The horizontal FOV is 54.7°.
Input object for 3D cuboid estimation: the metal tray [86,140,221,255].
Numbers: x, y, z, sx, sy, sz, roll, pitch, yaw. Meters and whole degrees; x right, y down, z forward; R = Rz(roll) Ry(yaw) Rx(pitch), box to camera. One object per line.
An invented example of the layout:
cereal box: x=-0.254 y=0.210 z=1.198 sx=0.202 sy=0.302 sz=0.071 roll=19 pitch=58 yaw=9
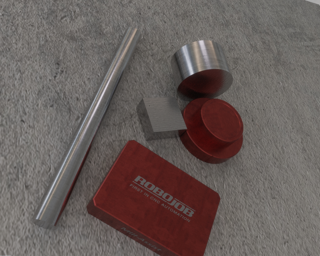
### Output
metal tray: x=-0.003 y=0.084 z=0.348 sx=0.130 sy=0.030 sz=0.090 roll=33 pitch=51 yaw=-7

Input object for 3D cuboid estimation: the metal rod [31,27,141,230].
metal rod: x=-0.075 y=-0.026 z=0.379 sx=0.025 sy=0.025 sz=0.300 roll=26 pitch=53 yaw=-13

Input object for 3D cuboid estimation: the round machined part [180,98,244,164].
round machined part: x=0.077 y=-0.002 z=0.436 sx=0.099 sy=0.042 sz=0.098 roll=14 pitch=56 yaw=-21

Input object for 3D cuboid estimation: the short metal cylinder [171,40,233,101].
short metal cylinder: x=0.060 y=-0.080 z=0.450 sx=0.081 sy=0.080 sz=0.050 roll=3 pitch=60 yaw=-27

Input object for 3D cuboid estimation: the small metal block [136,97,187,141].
small metal block: x=0.002 y=-0.013 z=0.412 sx=0.050 sy=0.025 sz=0.050 roll=-5 pitch=64 yaw=-30
